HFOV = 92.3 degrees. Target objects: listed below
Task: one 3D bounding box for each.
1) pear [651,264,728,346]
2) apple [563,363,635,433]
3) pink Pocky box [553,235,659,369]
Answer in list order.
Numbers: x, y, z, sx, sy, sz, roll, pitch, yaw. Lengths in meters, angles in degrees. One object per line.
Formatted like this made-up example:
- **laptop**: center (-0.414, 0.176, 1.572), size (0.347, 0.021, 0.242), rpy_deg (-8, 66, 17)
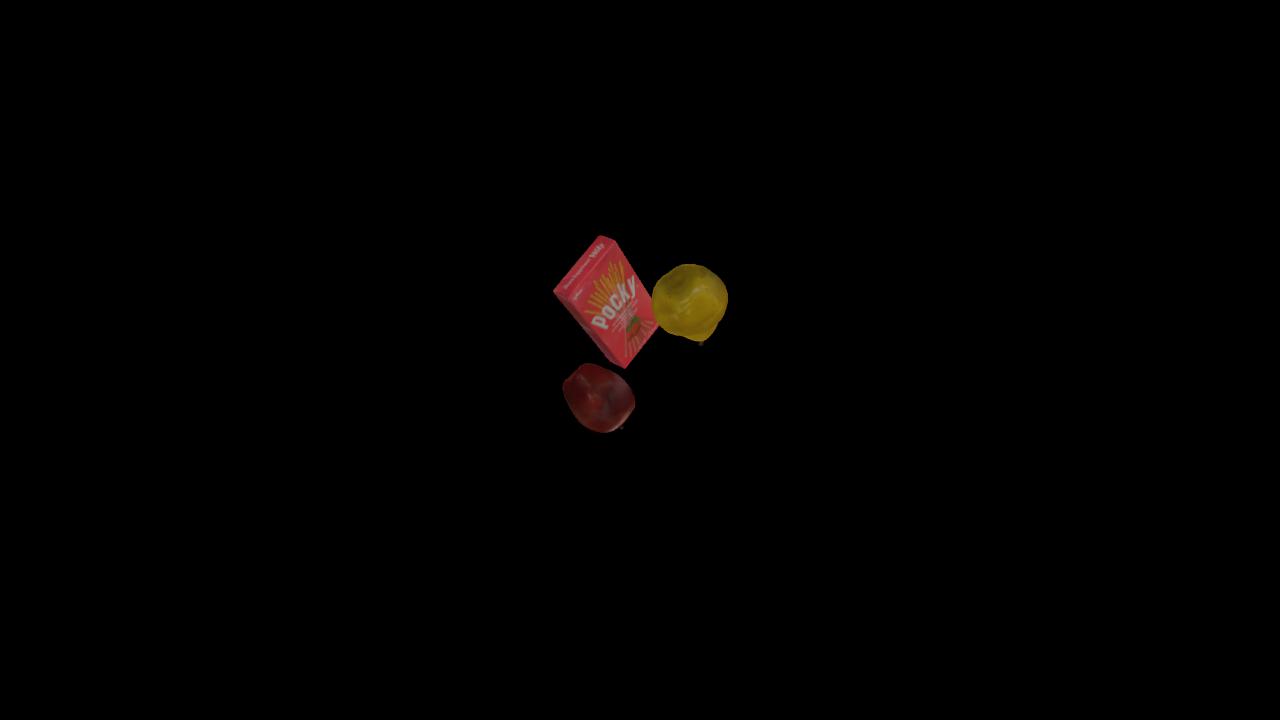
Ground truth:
- **pear**: center (0.063, -0.049, 0.660), size (0.080, 0.080, 0.111), rpy_deg (0, -29, 32)
- **apple**: center (-0.050, 0.049, 0.763), size (0.079, 0.093, 0.079), rpy_deg (-42, 2, 2)
- **pink Pocky box**: center (-0.031, -0.062, 0.705), size (0.029, 0.084, 0.155), rpy_deg (29, -15, 36)
